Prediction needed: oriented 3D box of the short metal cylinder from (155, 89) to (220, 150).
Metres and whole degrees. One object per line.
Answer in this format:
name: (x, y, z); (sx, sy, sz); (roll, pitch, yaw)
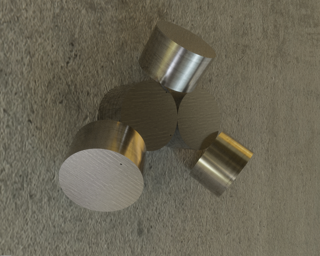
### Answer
short metal cylinder: (0.036, -0.011, 0.420); (0.081, 0.050, 0.080); (0, 90, -40)

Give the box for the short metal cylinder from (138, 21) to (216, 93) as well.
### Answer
short metal cylinder: (0.021, -0.088, 0.380); (0.081, 0.080, 0.050); (2, 131, -40)

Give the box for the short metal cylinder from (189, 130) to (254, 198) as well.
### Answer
short metal cylinder: (0.085, 0.050, 0.434); (0.050, 0.080, 0.080); (38, 58, 12)

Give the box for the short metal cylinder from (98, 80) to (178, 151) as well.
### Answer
short metal cylinder: (-0.026, -0.014, 0.368); (0.081, 0.050, 0.080); (0, 90, -40)

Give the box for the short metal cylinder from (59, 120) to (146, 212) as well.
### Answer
short metal cylinder: (-0.055, 0.039, 0.316); (0.080, 0.080, 0.050); (54, 19, -27)
